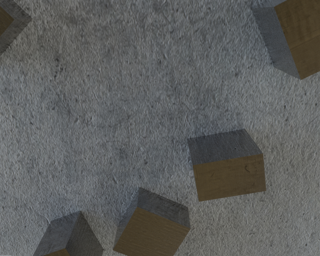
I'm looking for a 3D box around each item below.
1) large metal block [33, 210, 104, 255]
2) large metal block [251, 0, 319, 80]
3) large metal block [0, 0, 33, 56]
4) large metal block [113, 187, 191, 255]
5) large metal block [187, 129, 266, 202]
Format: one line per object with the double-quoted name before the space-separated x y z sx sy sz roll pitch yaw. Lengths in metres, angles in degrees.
"large metal block" -0.128 0.182 0.446 0.050 0.080 0.080 -21 109 7
"large metal block" 0.150 -0.107 0.342 0.050 0.080 0.080 -26 108 9
"large metal block" -0.210 -0.124 0.349 0.080 0.050 0.080 -42 105 14
"large metal block" -0.012 0.145 0.450 0.080 0.050 0.080 25 108 -9
"large metal block" 0.082 0.045 0.397 0.080 0.080 0.050 -10 110 3
